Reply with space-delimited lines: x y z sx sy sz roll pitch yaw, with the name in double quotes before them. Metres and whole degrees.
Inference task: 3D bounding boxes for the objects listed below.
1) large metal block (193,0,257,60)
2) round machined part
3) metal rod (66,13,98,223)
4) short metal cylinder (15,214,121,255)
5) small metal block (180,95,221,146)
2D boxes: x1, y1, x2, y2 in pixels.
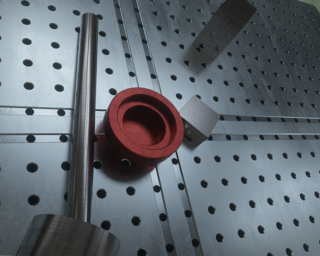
"large metal block" 0.115 -0.181 0.548 0.050 0.080 0.080 40 51 -2
"round machined part" -0.023 0.001 0.386 0.099 0.042 0.098 14 56 -21
"metal rod" -0.091 -0.028 0.376 0.025 0.025 0.299 9 58 -24
"short metal cylinder" -0.079 0.113 0.262 0.080 0.080 0.050 25 53 -14
"small metal block" 0.053 -0.012 0.446 0.050 0.025 0.050 39 51 -3
